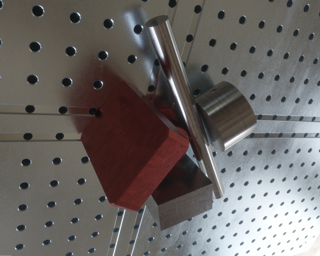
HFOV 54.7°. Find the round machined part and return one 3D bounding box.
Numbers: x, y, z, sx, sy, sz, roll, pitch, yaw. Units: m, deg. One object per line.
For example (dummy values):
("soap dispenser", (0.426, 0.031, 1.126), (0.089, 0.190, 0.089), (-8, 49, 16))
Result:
("round machined part", (-0.001, 0.017, 0.412), (0.099, 0.042, 0.097), (-14, 125, -21))

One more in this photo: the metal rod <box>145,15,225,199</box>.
("metal rod", (0.044, -0.002, 0.408), (0.025, 0.025, 0.299), (-31, 129, -9))

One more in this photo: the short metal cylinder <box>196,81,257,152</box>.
("short metal cylinder", (0.082, -0.015, 0.411), (0.050, 0.080, 0.080), (-32, 129, -8))

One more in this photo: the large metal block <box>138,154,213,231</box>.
("large metal block", (0.019, 0.086, 0.441), (0.081, 0.080, 0.050), (-18, 126, -19))

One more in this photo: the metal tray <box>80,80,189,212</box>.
("metal tray", (-0.035, 0.013, 0.334), (0.030, 0.130, 0.090), (31, 101, -38))
